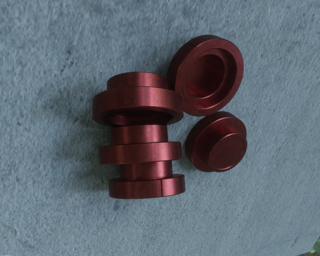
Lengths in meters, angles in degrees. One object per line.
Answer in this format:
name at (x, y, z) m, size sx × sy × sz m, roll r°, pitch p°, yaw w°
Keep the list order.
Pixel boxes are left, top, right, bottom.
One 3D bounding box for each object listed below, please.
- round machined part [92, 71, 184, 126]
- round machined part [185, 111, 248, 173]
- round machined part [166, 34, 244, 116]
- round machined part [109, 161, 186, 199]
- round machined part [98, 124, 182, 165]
round machined part at (-0.024, -0.030, 0.342) m, size 0.099 × 0.098 × 0.042 m, roll 5°, pitch 76°, yaw -31°
round machined part at (0.091, 0.028, 0.465) m, size 0.099 × 0.042 × 0.097 m, roll -14°, pitch 125°, yaw -21°
round machined part at (0.051, -0.067, 0.383) m, size 0.099 × 0.042 × 0.097 m, roll -14°, pitch 124°, yaw -22°
round machined part at (-0.017, 0.064, 0.403) m, size 0.099 × 0.098 × 0.042 m, roll -1°, pitch 84°, yaw -29°
round machined part at (-0.024, 0.020, 0.372) m, size 0.099 × 0.098 × 0.042 m, roll -1°, pitch 85°, yaw -29°
